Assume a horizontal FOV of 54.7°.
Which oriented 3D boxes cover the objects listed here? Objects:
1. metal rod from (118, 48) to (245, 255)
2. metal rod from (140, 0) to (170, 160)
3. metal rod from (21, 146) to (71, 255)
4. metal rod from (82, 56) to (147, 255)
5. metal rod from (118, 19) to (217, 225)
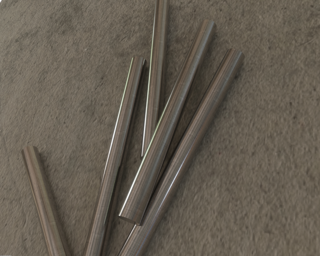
[{"bbox_3d":[0.029,0.029,0.369,0.025,0.025,0.300,18,71,35],"label":"metal rod"},{"bbox_3d":[-0.004,-0.091,0.459,0.025,0.025,0.299,-10,57,22],"label":"metal rod"},{"bbox_3d":[-0.136,0.132,0.392,0.025,0.025,0.300,-38,51,2],"label":"metal rod"},{"bbox_3d":[-0.055,0.028,0.413,0.025,0.025,0.299,-4,59,25],"label":"metal rod"},{"bbox_3d":[0.019,-0.027,0.392,0.025,0.025,0.300,6,59,30],"label":"metal rod"}]
